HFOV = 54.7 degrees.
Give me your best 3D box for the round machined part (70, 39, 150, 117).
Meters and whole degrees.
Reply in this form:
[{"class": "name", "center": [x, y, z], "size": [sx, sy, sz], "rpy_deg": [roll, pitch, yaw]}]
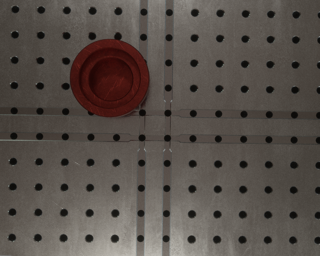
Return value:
[{"class": "round machined part", "center": [-0.062, -0.062, 0.404], "size": [0.099, 0.042, 0.097], "rpy_deg": [0, 90, -1]}]
